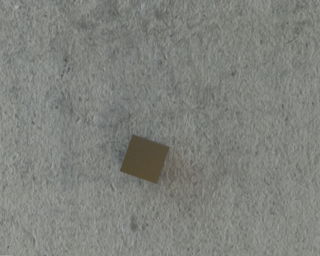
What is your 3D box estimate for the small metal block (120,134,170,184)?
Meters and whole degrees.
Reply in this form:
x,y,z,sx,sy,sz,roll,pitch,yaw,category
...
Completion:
x,y,z,sx,sy,sz,roll,pitch,yaw,category
-0.020,0.040,0.410,0.050,0.025,0.050,19,90,0,small metal block
